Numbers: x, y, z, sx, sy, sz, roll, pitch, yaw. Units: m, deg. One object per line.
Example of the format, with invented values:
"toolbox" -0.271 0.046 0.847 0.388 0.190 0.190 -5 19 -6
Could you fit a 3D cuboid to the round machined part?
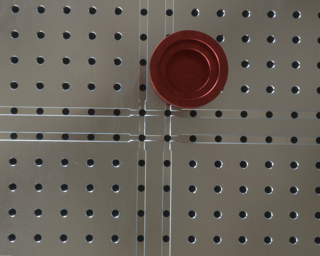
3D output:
"round machined part" 0.036 -0.074 0.405 0.099 0.042 0.097 0 90 -1
